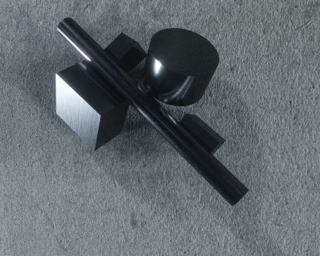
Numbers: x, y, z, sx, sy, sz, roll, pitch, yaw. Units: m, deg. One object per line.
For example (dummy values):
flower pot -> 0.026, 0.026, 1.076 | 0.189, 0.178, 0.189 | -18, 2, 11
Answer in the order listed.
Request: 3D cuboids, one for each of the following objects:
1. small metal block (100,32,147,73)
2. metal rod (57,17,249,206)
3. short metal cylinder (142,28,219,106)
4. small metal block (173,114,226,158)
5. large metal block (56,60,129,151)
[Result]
small metal block -> -0.050, -0.095, 0.414 | 0.050, 0.050, 0.025 | -40, 78, 15
metal rod -> -0.018, -0.029, 0.363 | 0.300, 0.025, 0.025 | 45, 104, 14
short metal cylinder -> 0.023, -0.072, 0.366 | 0.080, 0.080, 0.050 | 41, 144, 15
small metal block -> 0.049, 0.009, 0.376 | 0.050, 0.050, 0.025 | 42, 103, 14
large metal block -> -0.090, -0.030, 0.409 | 0.080, 0.050, 0.080 | 42, 144, 14
